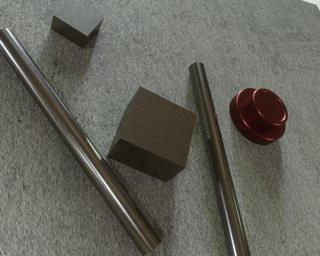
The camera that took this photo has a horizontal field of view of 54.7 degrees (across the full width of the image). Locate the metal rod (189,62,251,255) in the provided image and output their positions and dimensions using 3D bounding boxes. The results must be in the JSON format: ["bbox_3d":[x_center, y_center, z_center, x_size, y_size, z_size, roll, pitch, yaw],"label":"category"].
[{"bbox_3d":[0.077,0.034,0.426,0.025,0.025,0.299,6,59,-25],"label":"metal rod"}]

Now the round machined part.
[{"bbox_3d":[0.165,-0.025,0.500,0.099,0.042,0.098,14,56,-21],"label":"round machined part"}]

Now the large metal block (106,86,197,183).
[{"bbox_3d":[-0.008,0.008,0.380,0.080,0.050,0.080,26,53,-13],"label":"large metal block"}]

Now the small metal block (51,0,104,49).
[{"bbox_3d":[-0.115,-0.147,0.432,0.050,0.025,0.050,31,52,-9],"label":"small metal block"}]

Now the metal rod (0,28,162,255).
[{"bbox_3d":[-0.098,0.008,0.347,0.025,0.025,0.299,-31,79,-38],"label":"metal rod"}]
